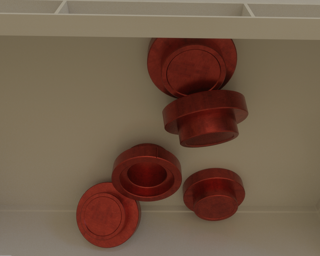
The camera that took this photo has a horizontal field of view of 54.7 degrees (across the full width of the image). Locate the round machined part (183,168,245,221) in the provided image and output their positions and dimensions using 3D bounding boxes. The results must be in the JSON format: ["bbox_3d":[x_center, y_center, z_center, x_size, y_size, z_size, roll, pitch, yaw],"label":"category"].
[{"bbox_3d":[0.086,0.112,0.494,0.099,0.042,0.097,0,130,0],"label":"round machined part"}]

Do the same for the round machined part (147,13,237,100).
[{"bbox_3d":[0.035,-0.070,0.339,0.099,0.042,0.097,0,130,0],"label":"round machined part"}]

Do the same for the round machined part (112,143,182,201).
[{"bbox_3d":[-0.018,0.060,0.449,0.099,0.042,0.097,0,130,0],"label":"round machined part"}]

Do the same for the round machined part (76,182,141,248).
[{"bbox_3d":[-0.081,0.131,0.471,0.098,0.098,0.042,-8,170,6],"label":"round machined part"}]

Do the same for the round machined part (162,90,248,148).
[{"bbox_3d":[0.054,-0.005,0.363,0.099,0.042,0.098,-8,163,-2],"label":"round machined part"}]
